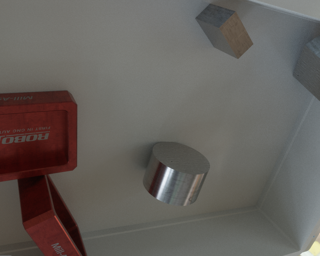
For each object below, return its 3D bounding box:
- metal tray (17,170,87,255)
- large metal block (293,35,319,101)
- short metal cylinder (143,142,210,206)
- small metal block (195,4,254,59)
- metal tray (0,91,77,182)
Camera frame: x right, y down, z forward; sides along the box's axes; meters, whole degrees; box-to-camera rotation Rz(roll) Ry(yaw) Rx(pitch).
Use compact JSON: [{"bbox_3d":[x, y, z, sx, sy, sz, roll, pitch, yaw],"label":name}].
[{"bbox_3d":[-0.125,0.118,0.372,0.030,0.090,0.129,-24,128,-14],"label":"metal tray"},{"bbox_3d":[0.246,-0.082,0.441,0.050,0.080,0.080,-34,156,-3],"label":"large metal block"},{"bbox_3d":[0.022,0.061,0.424,0.081,0.080,0.050,3,117,-31],"label":"short metal cylinder"},{"bbox_3d":[0.075,-0.114,0.365,0.025,0.050,0.050,-45,130,3],"label":"small metal block"},{"bbox_3d":[-0.157,0.010,0.326,0.131,0.030,0.089,-6,121,-26],"label":"metal tray"}]
